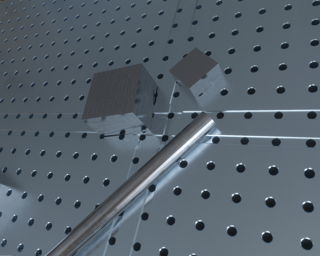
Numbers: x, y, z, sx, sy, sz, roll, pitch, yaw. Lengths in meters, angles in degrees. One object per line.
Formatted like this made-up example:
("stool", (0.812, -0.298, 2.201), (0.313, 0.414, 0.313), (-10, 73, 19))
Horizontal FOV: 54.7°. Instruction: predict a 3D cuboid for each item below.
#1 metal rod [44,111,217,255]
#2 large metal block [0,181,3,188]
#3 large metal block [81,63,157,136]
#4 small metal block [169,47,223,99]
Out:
("metal rod", (-0.050, 0.089, 0.378), (0.300, 0.025, 0.025), (-42, 51, -2))
("large metal block", (-0.314, 0.096, 0.495), (0.080, 0.050, 0.080), (29, 77, 37))
("large metal block", (-0.056, -0.039, 0.443), (0.080, 0.050, 0.080), (-7, 59, 24))
("small metal block", (0.049, -0.077, 0.428), (0.050, 0.025, 0.050), (-41, 51, -1))
